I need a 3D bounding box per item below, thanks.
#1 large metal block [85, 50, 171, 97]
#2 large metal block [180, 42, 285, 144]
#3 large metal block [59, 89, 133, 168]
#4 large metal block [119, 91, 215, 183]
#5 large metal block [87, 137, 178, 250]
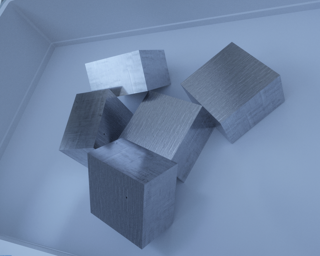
[{"bbox_3d":[-0.041,-0.074,0.426,0.080,0.080,0.050,-8,100,25],"label":"large metal block"},{"bbox_3d":[0.085,-0.043,0.368,0.080,0.050,0.080,-39,51,1],"label":"large metal block"},{"bbox_3d":[-0.074,0.008,0.401,0.050,0.080,0.080,-5,59,25],"label":"large metal block"},{"bbox_3d":[0.007,0.008,0.379,0.080,0.050,0.080,21,73,35],"label":"large metal block"},{"bbox_3d":[-0.031,0.067,0.334,0.080,0.079,0.050,22,31,34],"label":"large metal block"}]
